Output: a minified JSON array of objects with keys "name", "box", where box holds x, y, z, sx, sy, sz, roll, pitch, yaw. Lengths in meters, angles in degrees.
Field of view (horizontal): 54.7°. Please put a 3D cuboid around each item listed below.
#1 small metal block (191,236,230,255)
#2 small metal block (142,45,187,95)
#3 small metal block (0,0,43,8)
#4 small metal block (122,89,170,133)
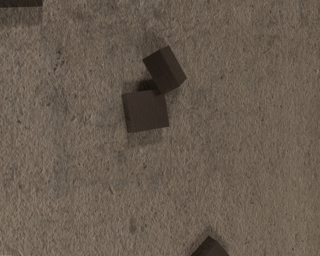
[{"name":"small metal block","box":[0.073,0.192,0.438,0.050,0.025,0.050,-42,104,-15]},{"name":"small metal block","box":[0.007,-0.075,0.397,0.025,0.050,0.050,-26,102,22]},{"name":"small metal block","box":[-0.163,-0.166,0.349,0.050,0.025,0.050,-10,94,-20]},{"name":"small metal block","box":[-0.019,-0.022,0.403,0.050,0.025,0.050,-10,94,-20]}]
